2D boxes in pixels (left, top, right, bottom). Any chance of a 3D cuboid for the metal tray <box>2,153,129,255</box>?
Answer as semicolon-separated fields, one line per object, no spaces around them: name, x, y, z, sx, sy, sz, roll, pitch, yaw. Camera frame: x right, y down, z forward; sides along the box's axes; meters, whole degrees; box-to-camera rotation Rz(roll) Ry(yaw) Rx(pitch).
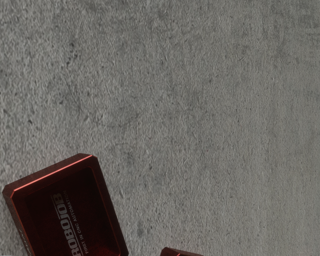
metal tray;-0.093;0.102;0.323;0.091;0.030;0.129;-25;106;-37

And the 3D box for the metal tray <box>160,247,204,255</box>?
metal tray;0.025;0.239;0.423;0.090;0.030;0.130;29;72;-36
